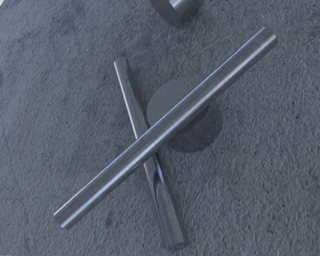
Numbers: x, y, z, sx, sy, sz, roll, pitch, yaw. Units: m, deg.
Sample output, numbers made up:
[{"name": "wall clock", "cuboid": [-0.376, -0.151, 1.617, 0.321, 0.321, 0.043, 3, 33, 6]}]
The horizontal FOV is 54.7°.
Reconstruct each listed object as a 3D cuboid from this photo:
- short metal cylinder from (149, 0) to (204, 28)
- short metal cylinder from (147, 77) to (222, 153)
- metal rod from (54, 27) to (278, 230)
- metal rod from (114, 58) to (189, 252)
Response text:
[{"name": "short metal cylinder", "cuboid": [0.023, -0.205, 0.483, 0.050, 0.080, 0.080, -44, 51, -2]}, {"name": "short metal cylinder", "cuboid": [0.031, -0.016, 0.381, 0.080, 0.050, 0.080, -13, 56, 21]}, {"name": "metal rod", "cuboid": [0.007, 0.000, 0.336, 0.300, 0.025, 0.025, -42, 51, -1]}, {"name": "metal rod", "cuboid": [-0.022, 0.010, 0.409, 0.025, 0.025, 0.299, -28, 52, 11]}]
